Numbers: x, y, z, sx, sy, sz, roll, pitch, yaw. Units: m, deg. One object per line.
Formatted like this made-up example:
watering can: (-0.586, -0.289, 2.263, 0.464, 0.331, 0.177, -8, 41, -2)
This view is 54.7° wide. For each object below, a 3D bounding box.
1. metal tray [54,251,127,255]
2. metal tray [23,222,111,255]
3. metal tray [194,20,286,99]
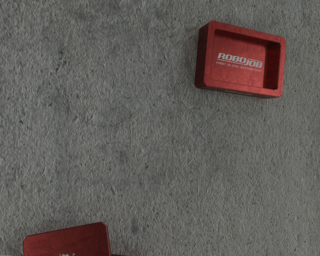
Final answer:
metal tray: (-0.072, 0.204, 0.380, 0.131, 0.030, 0.090, 15, 85, -20)
metal tray: (-0.095, 0.177, 0.338, 0.091, 0.030, 0.129, -8, 71, -10)
metal tray: (0.118, -0.095, 0.449, 0.131, 0.030, 0.089, 6, 88, -20)
